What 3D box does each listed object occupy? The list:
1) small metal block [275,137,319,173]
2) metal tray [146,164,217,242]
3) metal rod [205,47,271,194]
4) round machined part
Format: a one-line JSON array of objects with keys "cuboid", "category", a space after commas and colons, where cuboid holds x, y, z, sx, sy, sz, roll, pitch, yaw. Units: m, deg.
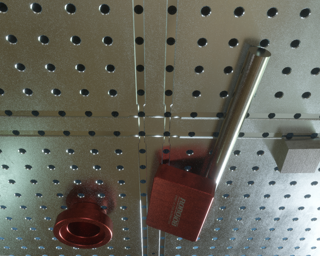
[{"cuboid": [0.202, 0.040, 0.449, 0.050, 0.025, 0.050, -1, 130, 0], "category": "small metal block"}, {"cuboid": [0.030, 0.123, 0.496, 0.090, 0.030, 0.129, 17, 130, 8], "category": "metal tray"}, {"cuboid": [0.090, 0.028, 0.437, 0.025, 0.025, 0.298, 6, 130, -6], "category": "metal rod"}, {"cuboid": [-0.131, 0.167, 0.541, 0.099, 0.042, 0.097, -1, 130, 0], "category": "round machined part"}]
